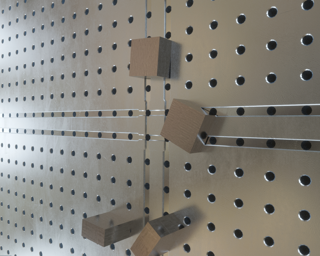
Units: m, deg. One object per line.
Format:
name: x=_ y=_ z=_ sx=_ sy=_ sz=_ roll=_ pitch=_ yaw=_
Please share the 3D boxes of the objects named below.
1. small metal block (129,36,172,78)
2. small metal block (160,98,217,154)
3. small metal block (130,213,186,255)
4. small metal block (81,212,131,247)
small metal block: x=-0.013 y=-0.094 z=0.418 sx=0.050 sy=0.025 sz=0.050 roll=7 pitch=95 yaw=39
small metal block: x=0.034 y=-0.003 z=0.380 sx=0.050 sy=0.025 sz=0.050 roll=31 pitch=109 yaw=35
small metal block: x=-0.002 y=0.139 z=0.393 sx=0.025 sy=0.050 sz=0.050 roll=44 pitch=116 yaw=31
small metal block: x=-0.079 y=0.148 z=0.456 sx=0.050 sy=0.050 sz=0.025 roll=7 pitch=95 yaw=39
